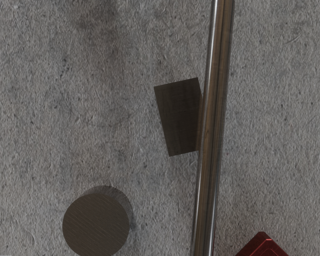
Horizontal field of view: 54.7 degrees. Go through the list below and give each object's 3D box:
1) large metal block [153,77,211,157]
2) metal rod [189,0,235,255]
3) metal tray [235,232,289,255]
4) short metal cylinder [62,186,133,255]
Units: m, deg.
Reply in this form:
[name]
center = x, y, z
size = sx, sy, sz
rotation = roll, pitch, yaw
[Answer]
[large metal block]
center = 0.026, -0.012, 0.383
size = 0.050, 0.080, 0.080
rotation = -13, 90, 0
[metal rod]
center = 0.055, 0.015, 0.330
size = 0.025, 0.025, 0.298
rotation = 5, 91, 0
[metal tray]
center = 0.153, 0.215, 0.408
size = 0.130, 0.030, 0.090
rotation = 44, 90, 0
[short metal cylinder]
center = -0.077, 0.118, 0.397
size = 0.081, 0.050, 0.080
rotation = 0, 90, 0
